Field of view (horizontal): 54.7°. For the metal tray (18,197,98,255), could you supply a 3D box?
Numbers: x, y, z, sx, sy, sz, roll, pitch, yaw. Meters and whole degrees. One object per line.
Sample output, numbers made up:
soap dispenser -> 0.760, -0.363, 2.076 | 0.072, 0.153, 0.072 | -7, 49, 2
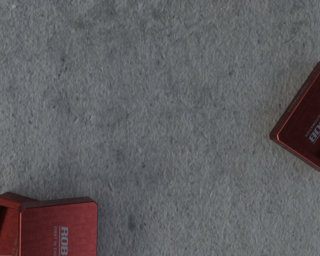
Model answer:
metal tray -> -0.127, 0.157, 0.387 | 0.091, 0.030, 0.129 | 1, 90, -28

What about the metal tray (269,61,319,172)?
metal tray -> 0.220, -0.016, 0.410 | 0.090, 0.030, 0.130 | 34, 90, -1

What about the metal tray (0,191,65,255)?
metal tray -> -0.185, 0.159, 0.405 | 0.090, 0.030, 0.129 | 16, 90, -1
